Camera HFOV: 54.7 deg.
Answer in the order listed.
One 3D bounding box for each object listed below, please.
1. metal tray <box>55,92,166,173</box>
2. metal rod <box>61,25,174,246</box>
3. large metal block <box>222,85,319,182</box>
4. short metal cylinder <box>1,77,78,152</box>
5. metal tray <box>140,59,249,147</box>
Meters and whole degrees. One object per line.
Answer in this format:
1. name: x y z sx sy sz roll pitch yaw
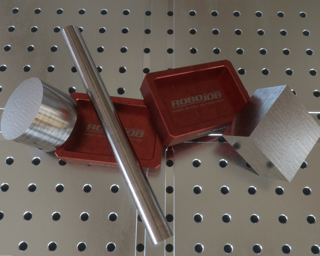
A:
1. metal tray: -0.060 0.006 0.406 0.131 0.030 0.090 6 70 2
2. metal rod: -0.060 -0.006 0.381 0.025 0.025 0.299 -24 72 -8
3. large metal block: 0.138 0.006 0.378 0.080 0.050 0.080 45 74 -18
4. short metal cylinder: -0.149 -0.016 0.384 0.080 0.050 0.080 -16 61 31
5. metal tray: 0.050 -0.036 0.402 0.131 0.030 0.090 -14 70 -23
